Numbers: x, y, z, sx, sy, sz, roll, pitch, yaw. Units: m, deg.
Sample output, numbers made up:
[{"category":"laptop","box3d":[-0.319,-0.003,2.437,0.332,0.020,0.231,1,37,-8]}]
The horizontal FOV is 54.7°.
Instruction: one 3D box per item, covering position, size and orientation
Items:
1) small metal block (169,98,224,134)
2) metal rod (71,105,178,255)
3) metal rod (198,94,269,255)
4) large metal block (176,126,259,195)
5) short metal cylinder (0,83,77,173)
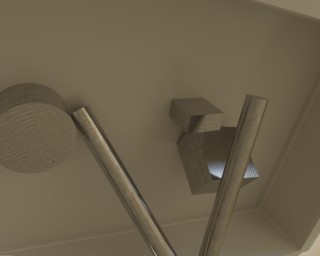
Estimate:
[{"category":"small metal block","box3d":[0.047,-0.018,0.409,0.050,0.050,0.025,-5,121,-26]},{"category":"metal rod","box3d":[-0.021,0.108,0.374,0.025,0.025,0.299,-31,100,-9]},{"category":"metal rod","box3d":[0.078,0.105,0.388,0.025,0.025,0.298,3,108,-30]},{"category":"large metal block","box3d":[0.079,0.044,0.437,0.081,0.080,0.050,2,147,-30]},{"category":"short metal cylinder","box3d":[-0.132,0.000,0.321,0.081,0.050,0.079,-14,124,-21]}]
